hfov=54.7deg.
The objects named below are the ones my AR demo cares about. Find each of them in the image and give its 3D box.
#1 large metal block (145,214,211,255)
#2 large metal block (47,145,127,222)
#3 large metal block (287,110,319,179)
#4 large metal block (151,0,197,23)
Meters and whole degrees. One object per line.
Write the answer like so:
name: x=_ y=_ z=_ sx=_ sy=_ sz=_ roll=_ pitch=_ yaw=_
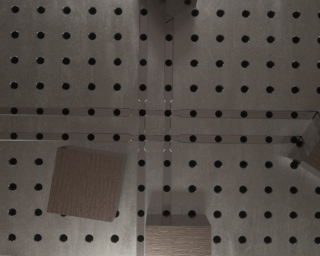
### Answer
large metal block: x=0.022 y=0.159 z=0.401 sx=0.081 sy=0.050 sz=0.079 roll=1 pitch=90 yaw=-1
large metal block: x=-0.091 y=0.069 z=0.400 sx=0.081 sy=0.050 sz=0.080 roll=9 pitch=90 yaw=-1
large metal block: x=0.232 y=0.030 z=0.404 sx=0.080 sy=0.050 sz=0.080 roll=34 pitch=90 yaw=-1
large metal block: x=0.008 y=-0.191 z=0.386 sx=0.050 sy=0.080 sz=0.080 roll=-32 pitch=90 yaw=0
